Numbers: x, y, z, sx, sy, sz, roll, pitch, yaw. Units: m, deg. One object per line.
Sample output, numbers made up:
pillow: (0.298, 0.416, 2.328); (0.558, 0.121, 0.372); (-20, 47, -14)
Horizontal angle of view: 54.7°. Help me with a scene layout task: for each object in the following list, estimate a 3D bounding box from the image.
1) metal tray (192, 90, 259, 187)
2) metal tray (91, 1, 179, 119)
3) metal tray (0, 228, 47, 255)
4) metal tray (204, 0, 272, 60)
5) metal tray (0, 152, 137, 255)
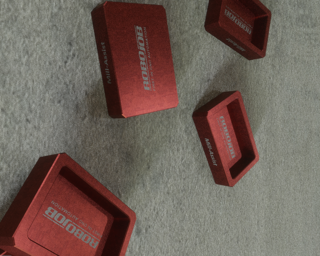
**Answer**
metal tray: (0.108, 0.016, 0.495); (0.091, 0.030, 0.129); (-34, 111, -35)
metal tray: (-0.027, -0.083, 0.380); (0.091, 0.030, 0.129); (-15, 100, -39)
metal tray: (-0.131, 0.171, 0.293); (0.091, 0.030, 0.129); (-35, 112, -35)
metal tray: (0.134, -0.180, 0.515); (0.131, 0.030, 0.090); (19, 78, -39)
metal tray: (-0.082, 0.097, 0.306); (0.130, 0.030, 0.090); (52, 41, -36)
